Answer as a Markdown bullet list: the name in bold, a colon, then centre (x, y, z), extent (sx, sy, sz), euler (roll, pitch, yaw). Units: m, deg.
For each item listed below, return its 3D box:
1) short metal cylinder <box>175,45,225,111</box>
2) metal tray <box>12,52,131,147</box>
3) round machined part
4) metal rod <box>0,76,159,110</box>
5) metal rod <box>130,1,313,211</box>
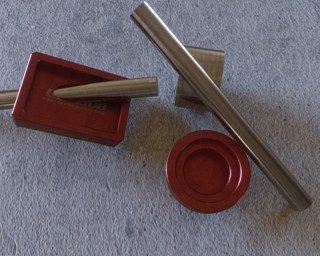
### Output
- **short metal cylinder**: centre (0.050, -0.064, 0.403), extent (0.050, 0.080, 0.080), euler (9, 70, 3)
- **metal tray**: centre (-0.106, -0.034, 0.393), extent (0.131, 0.030, 0.090), euler (14, 69, -17)
- **round machined part**: centre (0.056, 0.055, 0.379), extent (0.099, 0.042, 0.098), euler (0, 70, 0)
- **metal rod**: centre (-0.153, -0.041, 0.403), extent (0.302, 0.025, 0.025), euler (-4, 70, 5)
- **metal rod**: centre (0.075, -0.018, 0.357), extent (0.025, 0.025, 0.300), euler (-44, 98, -14)
